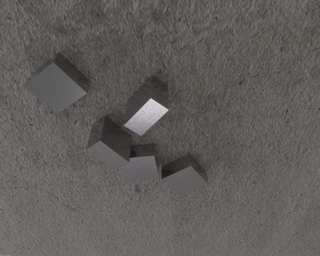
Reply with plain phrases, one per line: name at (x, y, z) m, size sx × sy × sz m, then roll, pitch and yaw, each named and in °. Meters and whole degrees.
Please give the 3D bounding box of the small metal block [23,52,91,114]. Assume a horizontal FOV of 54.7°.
small metal block at (-0.119, -0.052, 0.362) m, size 0.050 × 0.025 × 0.050 m, roll -30°, pitch 124°, yaw 23°

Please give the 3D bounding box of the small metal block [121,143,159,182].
small metal block at (-0.029, 0.051, 0.450) m, size 0.050 × 0.025 × 0.050 m, roll -6°, pitch 130°, yaw 4°

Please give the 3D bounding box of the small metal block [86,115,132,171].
small metal block at (-0.065, 0.019, 0.407) m, size 0.025 × 0.050 × 0.050 m, roll -33°, pitch 123°, yaw 24°

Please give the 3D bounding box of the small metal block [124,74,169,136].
small metal block at (-0.016, -0.027, 0.367) m, size 0.025 × 0.050 × 0.050 m, roll 32°, pitch 123°, yaw -24°

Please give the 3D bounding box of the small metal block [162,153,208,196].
small metal block at (0.037, 0.072, 0.469) m, size 0.050 × 0.025 × 0.050 m, roll -28°, pitch 125°, yaw 22°
